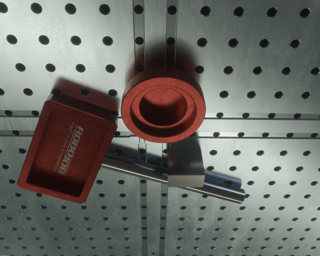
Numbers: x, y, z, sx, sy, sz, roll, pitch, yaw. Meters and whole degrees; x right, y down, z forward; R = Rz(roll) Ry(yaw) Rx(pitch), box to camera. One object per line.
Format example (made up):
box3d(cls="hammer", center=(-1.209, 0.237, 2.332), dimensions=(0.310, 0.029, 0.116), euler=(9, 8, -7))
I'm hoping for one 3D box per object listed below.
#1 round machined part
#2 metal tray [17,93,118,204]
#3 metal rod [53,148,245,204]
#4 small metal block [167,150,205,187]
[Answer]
box3d(cls="round machined part", center=(0.004, -0.031, 0.374), dimensions=(0.099, 0.042, 0.097), euler=(-1, 130, 0))
box3d(cls="metal tray", center=(-0.120, 0.030, 0.405), dimensions=(0.091, 0.030, 0.129), euler=(20, 109, -16))
box3d(cls="metal rod", center=(-0.006, 0.069, 0.470), dimensions=(0.302, 0.025, 0.025), euler=(17, 128, -15))
box3d(cls="small metal block", center=(0.036, 0.057, 0.445), dimensions=(0.050, 0.050, 0.025), euler=(0, 130, -1))
